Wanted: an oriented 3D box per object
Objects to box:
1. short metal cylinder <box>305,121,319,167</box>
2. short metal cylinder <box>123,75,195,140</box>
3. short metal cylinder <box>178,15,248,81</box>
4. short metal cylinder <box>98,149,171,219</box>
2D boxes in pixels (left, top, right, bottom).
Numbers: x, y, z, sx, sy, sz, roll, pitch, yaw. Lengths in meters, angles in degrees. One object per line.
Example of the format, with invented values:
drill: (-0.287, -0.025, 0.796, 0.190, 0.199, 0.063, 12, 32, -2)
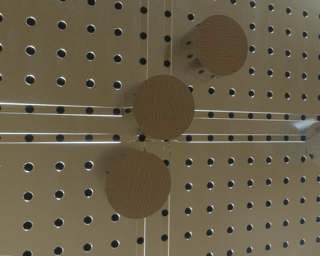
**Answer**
short metal cylinder: (0.281, 0.023, 0.490, 0.050, 0.080, 0.080, -13, 95, -20)
short metal cylinder: (-0.003, -0.025, 0.399, 0.081, 0.050, 0.079, 0, 90, -20)
short metal cylinder: (0.072, -0.108, 0.427, 0.081, 0.050, 0.079, 0, 90, -21)
short metal cylinder: (-0.033, 0.067, 0.388, 0.081, 0.050, 0.079, 0, 90, -20)
